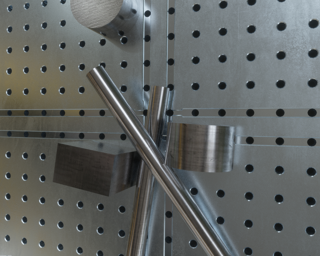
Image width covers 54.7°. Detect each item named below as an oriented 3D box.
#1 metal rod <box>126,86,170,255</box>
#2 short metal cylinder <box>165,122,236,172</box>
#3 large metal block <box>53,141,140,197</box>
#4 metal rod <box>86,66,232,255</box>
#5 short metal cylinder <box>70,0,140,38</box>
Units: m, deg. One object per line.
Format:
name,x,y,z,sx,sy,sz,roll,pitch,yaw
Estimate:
metal rod,-0.022,0.093,0.420,0.025,0.025,0.298,10,93,19
short metal cylinder,0.047,0.020,0.367,0.080,0.080,0.050,4,92,20
large metal block,-0.080,0.049,0.411,0.080,0.080,0.050,10,93,19
metal rod,0.001,0.051,0.389,0.025,0.025,0.299,-35,87,17
short metal cylinder,-0.074,-0.170,0.425,0.080,0.050,0.079,0,90,20
